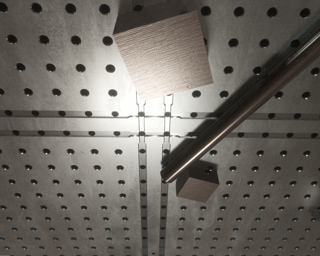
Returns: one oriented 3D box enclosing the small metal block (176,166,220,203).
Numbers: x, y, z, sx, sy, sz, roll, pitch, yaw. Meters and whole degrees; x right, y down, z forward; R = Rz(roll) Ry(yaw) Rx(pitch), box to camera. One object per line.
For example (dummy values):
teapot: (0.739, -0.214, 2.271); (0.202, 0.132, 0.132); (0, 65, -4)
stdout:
small metal block: (0.058, 0.089, 0.489); (0.050, 0.025, 0.050); (16, 128, -14)

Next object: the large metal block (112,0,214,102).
large metal block: (0.006, -0.083, 0.325); (0.080, 0.050, 0.080); (-13, 129, 10)

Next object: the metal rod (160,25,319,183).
metal rod: (0.099, -0.018, 0.397); (0.025, 0.025, 0.299); (29, 124, -23)
